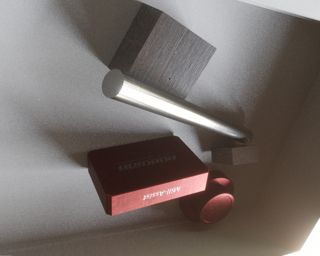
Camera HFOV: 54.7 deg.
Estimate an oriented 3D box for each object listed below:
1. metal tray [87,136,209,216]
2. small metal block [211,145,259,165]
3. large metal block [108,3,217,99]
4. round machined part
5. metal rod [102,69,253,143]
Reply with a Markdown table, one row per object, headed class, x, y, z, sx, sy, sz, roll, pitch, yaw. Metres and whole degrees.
| class | x | y | z | sx | sy | sz | roll | pitch | yaw |
| --- | --- | --- | --- | --- | --- | --- | --- | --- | --- |
| metal tray | -0.016 | 0.054 | 0.392 | 0.131 | 0.090 | 0.030 | -10 | 123 | -24 |
| small metal block | 0.115 | 0.040 | 0.479 | 0.050 | 0.050 | 0.025 | -4 | 91 | -27 |
| large metal block | 0.002 | -0.078 | 0.346 | 0.080 | 0.050 | 0.080 | 22 | 107 | -37 |
| round machined part | 0.085 | 0.124 | 0.523 | 0.099 | 0.042 | 0.097 | -14 | 125 | -21 |
| metal rod | 0.049 | -0.012 | 0.376 | 0.302 | 0.025 | 0.025 | 16 | 111 | -53 |
